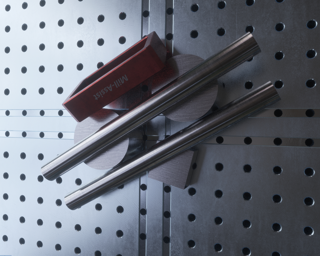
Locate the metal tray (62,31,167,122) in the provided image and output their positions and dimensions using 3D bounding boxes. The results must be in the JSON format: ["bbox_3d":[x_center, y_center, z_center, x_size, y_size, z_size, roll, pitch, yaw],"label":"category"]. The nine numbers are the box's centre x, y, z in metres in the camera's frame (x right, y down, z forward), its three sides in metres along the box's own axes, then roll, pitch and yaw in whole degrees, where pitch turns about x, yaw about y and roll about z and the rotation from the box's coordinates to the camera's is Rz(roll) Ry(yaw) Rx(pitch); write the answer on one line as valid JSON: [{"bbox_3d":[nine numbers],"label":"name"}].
[{"bbox_3d":[-0.054,-0.067,0.395,0.130,0.090,0.030,-30,112,17],"label":"metal tray"}]

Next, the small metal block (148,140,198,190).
[{"bbox_3d":[0.017,0.047,0.405,0.050,0.025,0.050,16,95,19],"label":"small metal block"}]

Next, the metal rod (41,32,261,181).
[{"bbox_3d":[-0.024,-0.016,0.366,0.300,0.025,0.025,-31,80,17],"label":"metal rod"}]

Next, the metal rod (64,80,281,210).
[{"bbox_3d":[0.002,0.030,0.383,0.300,0.025,0.025,-30,81,17],"label":"metal rod"}]

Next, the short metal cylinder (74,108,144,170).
[{"bbox_3d":[-0.068,0.014,0.422,0.080,0.050,0.079,0,90,19],"label":"short metal cylinder"}]

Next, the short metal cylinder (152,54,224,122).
[{"bbox_3d":[0.036,-0.047,0.386,0.080,0.050,0.079,0,90,19],"label":"short metal cylinder"}]
